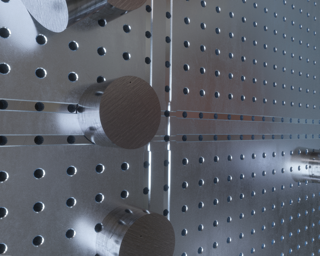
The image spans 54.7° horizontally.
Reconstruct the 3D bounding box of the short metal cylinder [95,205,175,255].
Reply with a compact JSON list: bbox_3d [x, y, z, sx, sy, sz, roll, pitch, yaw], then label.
[{"bbox_3d":[-0.029,0.137,0.369,0.081,0.050,0.079,0,90,-40],"label":"short metal cylinder"}]

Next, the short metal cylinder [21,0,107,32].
[{"bbox_3d":[-0.096,-0.139,0.293,0.050,0.080,0.080,-44,117,-31],"label":"short metal cylinder"}]

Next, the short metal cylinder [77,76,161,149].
[{"bbox_3d":[-0.046,-0.017,0.354,0.081,0.050,0.079,0,90,-40],"label":"short metal cylinder"}]

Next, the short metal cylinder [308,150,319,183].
[{"bbox_3d":[0.388,0.091,0.718,0.081,0.050,0.079,0,90,-40],"label":"short metal cylinder"}]

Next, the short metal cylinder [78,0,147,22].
[{"bbox_3d":[-0.057,-0.165,0.344,0.081,0.050,0.079,0,90,-40],"label":"short metal cylinder"}]
